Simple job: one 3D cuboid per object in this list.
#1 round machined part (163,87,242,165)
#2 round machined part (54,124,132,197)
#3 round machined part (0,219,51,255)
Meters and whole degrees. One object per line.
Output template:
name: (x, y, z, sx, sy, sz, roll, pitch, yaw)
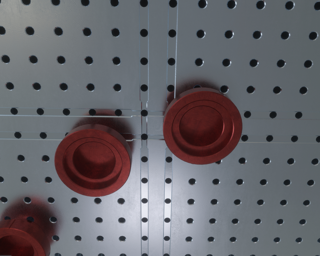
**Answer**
round machined part: (0.053, -0.005, 0.403, 0.099, 0.042, 0.097, 0, 110, 0)
round machined part: (-0.087, 0.040, 0.418, 0.099, 0.042, 0.097, 0, 110, 0)
round machined part: (-0.215, 0.178, 0.468, 0.099, 0.042, 0.097, 0, 110, 0)
